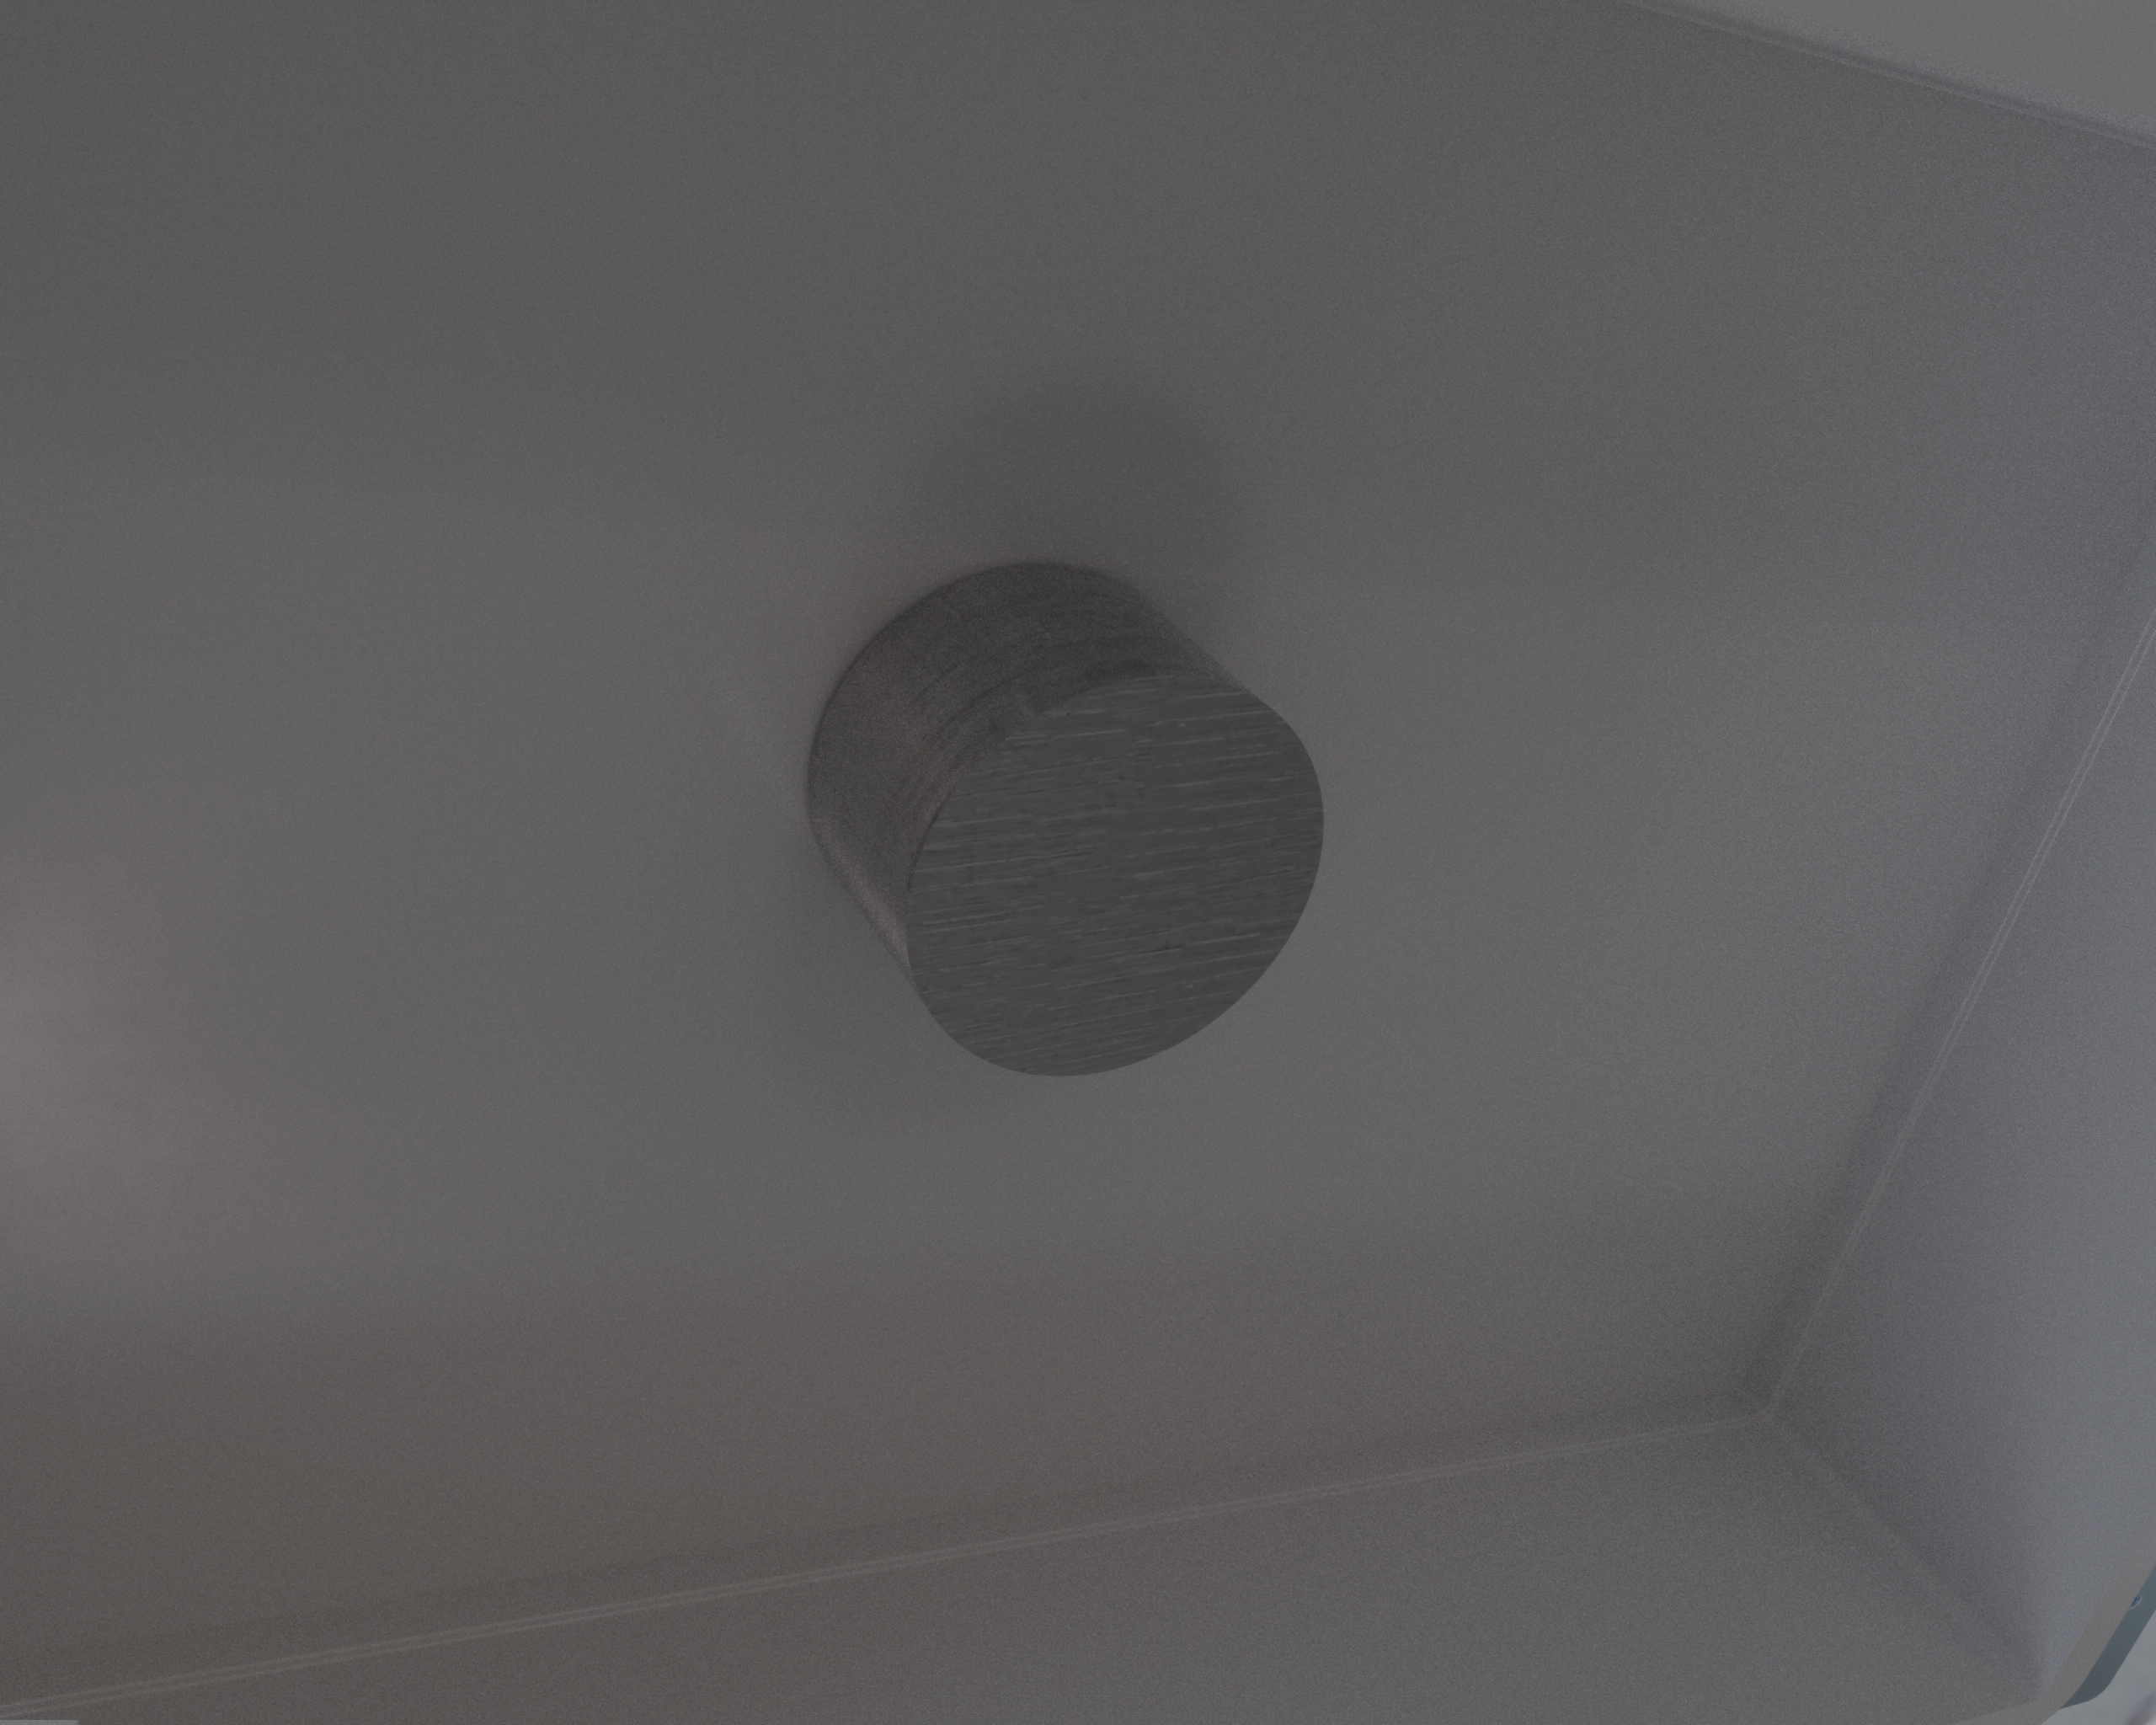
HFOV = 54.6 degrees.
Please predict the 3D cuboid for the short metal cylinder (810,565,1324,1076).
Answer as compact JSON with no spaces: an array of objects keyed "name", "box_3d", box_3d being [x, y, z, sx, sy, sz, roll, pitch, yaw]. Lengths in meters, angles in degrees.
[{"name":"short metal cylinder","box_3d":[-0.003,-0.008,0.383,0.081,0.050,0.080,-14,124,-21]}]
